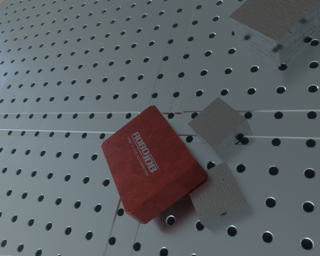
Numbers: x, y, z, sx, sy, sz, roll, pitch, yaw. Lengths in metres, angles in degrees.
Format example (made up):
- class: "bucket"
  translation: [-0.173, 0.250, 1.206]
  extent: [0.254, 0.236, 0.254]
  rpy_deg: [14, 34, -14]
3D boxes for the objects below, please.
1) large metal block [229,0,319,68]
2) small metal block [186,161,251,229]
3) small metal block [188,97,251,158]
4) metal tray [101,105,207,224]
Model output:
- class: "large metal block"
  translation: [0.151, -0.137, 0.397]
  extent: [0.080, 0.050, 0.080]
  rpy_deg: [-42, 51, -1]
- class: "small metal block"
  translation: [0.061, 0.072, 0.332]
  extent: [0.050, 0.025, 0.050]
  rpy_deg: [-29, 52, 9]
- class: "small metal block"
  translation: [0.071, -0.001, 0.371]
  extent: [0.050, 0.025, 0.050]
  rpy_deg: [-42, 51, -1]
- class: "metal tray"
  translation: [-0.014, 0.037, 0.371]
  extent: [0.090, 0.030, 0.130]
  rpy_deg: [-38, 39, 2]
